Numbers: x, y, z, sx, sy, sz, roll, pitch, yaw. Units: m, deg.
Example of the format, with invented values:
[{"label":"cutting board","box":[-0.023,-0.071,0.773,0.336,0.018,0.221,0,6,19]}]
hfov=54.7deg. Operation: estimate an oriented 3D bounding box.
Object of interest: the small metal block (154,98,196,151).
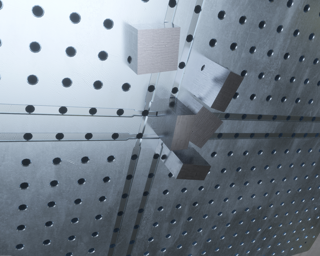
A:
[{"label":"small metal block","box":[0.018,-0.006,0.403,0.025,0.050,0.050,-4,120,-26]}]

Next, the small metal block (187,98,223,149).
[{"label":"small metal block","box":[0.053,-0.006,0.439,0.050,0.025,0.050,33,100,-39]}]

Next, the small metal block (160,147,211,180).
[{"label":"small metal block","box":[0.037,0.050,0.448,0.050,0.050,0.025,9,114,-33]}]

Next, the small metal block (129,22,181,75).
[{"label":"small metal block","box":[-0.007,-0.091,0.353,0.050,0.025,0.050,-11,123,-23]}]

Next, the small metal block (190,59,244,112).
[{"label":"small metal block","box":[0.073,-0.056,0.402,0.025,0.050,0.050,15,110,-35]}]
